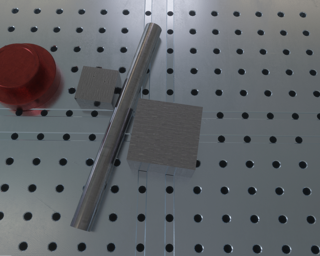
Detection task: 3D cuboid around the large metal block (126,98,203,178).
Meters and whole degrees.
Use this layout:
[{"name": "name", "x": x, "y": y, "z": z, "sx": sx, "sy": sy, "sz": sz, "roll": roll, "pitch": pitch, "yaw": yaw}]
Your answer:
[{"name": "large metal block", "x": 0.007, "y": 0.014, "z": 0.393, "sx": 0.080, "sy": 0.050, "sz": 0.080, "roll": 8, "pitch": 70, "yaw": 3}]

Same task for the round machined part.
[{"name": "round machined part", "x": -0.194, "y": -0.077, "z": 0.429, "sx": 0.099, "sy": 0.042, "sz": 0.098, "roll": 0, "pitch": 70, "yaw": 0}]

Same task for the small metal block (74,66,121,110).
[{"name": "small metal block", "x": -0.085, "y": -0.055, "z": 0.431, "sx": 0.050, "sy": 0.025, "sz": 0.050, "roll": 8, "pitch": 70, "yaw": 3}]

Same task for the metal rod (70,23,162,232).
[{"name": "metal rod", "x": -0.052, "y": -0.015, "z": 0.416, "sx": 0.025, "sy": 0.025, "sz": 0.299, "roll": 16, "pitch": 71, "yaw": 5}]
